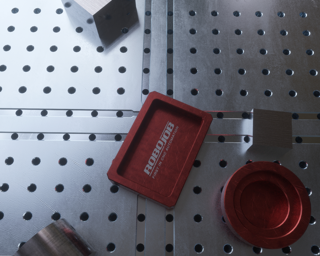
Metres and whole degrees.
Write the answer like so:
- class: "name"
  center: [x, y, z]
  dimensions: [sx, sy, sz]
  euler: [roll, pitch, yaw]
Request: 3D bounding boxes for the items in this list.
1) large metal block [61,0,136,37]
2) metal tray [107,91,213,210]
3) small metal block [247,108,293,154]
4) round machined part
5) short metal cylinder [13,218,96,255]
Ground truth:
- class: "large metal block"
  center: [-0.095, -0.200, 0.471]
  dimensions: [0.080, 0.050, 0.080]
  euler: [41, 75, 13]
- class: "metal tray"
  center: [0.002, 0.026, 0.399]
  dimensions: [0.090, 0.030, 0.130]
  euler: [23, 72, 8]
- class: "small metal block"
  center: [0.145, 0.004, 0.411]
  dimensions: [0.050, 0.025, 0.050]
  euler: [6, 70, 2]
- class: "round machined part"
  center: [0.122, 0.092, 0.370]
  dimensions: [0.099, 0.042, 0.098]
  euler: [0, 70, 0]
- class: "short metal cylinder"
  center: [-0.115, 0.144, 0.329]
  dimensions: [0.050, 0.080, 0.080]
  euler: [42, 75, 13]
